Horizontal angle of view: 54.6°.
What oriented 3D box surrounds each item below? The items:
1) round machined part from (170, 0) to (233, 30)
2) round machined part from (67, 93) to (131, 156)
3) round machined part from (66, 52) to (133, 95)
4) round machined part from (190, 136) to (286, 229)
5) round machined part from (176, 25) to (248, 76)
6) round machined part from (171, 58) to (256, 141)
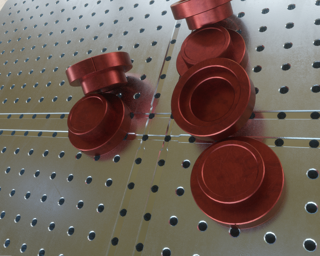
[{"bbox_3d":[0.068,-0.176,0.452,0.098,0.042,0.098,-19,23,9],"label":"round machined part"},{"bbox_3d":[-0.096,-0.012,0.456,0.098,0.042,0.098,-13,56,21],"label":"round machined part"},{"bbox_3d":[-0.087,-0.078,0.469,0.098,0.098,0.042,-17,92,18],"label":"round machined part"},{"bbox_3d":[0.078,0.052,0.326,0.098,0.042,0.098,-13,56,21],"label":"round machined part"},{"bbox_3d":[0.067,-0.101,0.425,0.098,0.042,0.098,-13,56,21],"label":"round machined part"},{"bbox_3d":[0.066,-0.031,0.372,0.098,0.042,0.098,-12,65,29],"label":"round machined part"}]
